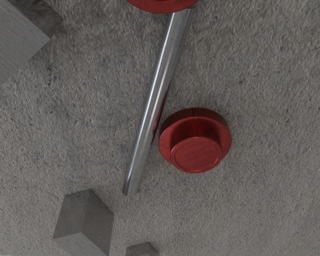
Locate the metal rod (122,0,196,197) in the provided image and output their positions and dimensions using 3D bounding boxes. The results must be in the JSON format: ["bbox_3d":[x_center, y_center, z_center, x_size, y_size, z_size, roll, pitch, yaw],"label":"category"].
[{"bbox_3d":[-0.013,-0.012,0.396,0.025,0.025,0.298,10,130,-9],"label":"metal rod"}]

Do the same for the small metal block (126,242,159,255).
[{"bbox_3d":[-0.035,0.259,0.627,0.050,0.025,0.050,-20,128,16],"label":"small metal block"}]

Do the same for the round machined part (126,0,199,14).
[{"bbox_3d":[0.002,-0.154,0.265,0.099,0.042,0.097,0,130,0],"label":"round machined part"}]

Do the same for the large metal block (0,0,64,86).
[{"bbox_3d":[-0.158,-0.102,0.302,0.080,0.050,0.080,-32,123,24],"label":"large metal block"}]

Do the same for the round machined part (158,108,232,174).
[{"bbox_3d":[0.047,0.024,0.417,0.099,0.042,0.097,0,130,0],"label":"round machined part"}]

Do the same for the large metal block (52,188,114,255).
[{"bbox_3d":[-0.121,0.159,0.505,0.050,0.080,0.080,-18,128,14],"label":"large metal block"}]
